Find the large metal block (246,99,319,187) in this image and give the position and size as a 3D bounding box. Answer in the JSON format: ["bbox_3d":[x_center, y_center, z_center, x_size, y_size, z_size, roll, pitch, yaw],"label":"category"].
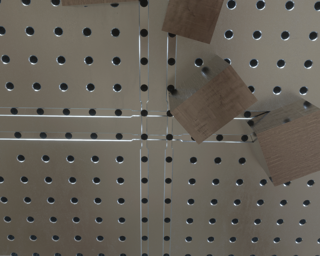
[{"bbox_3d":[0.170,0.018,0.408,0.080,0.050,0.080,-22,109,8],"label":"large metal block"}]

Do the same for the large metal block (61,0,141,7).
[{"bbox_3d":[-0.065,-0.176,0.335,0.080,0.050,0.080,-4,110,1],"label":"large metal block"}]

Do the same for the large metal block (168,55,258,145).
[{"bbox_3d":[0.058,-0.037,0.371,0.080,0.080,0.050,-38,106,13],"label":"large metal block"}]

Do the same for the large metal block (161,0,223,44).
[{"bbox_3d":[0.036,-0.140,0.333,0.050,0.080,0.079,14,110,-5],"label":"large metal block"}]
